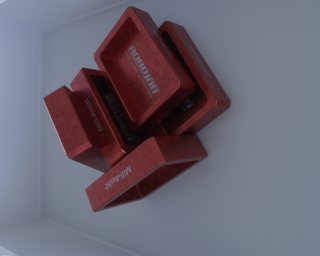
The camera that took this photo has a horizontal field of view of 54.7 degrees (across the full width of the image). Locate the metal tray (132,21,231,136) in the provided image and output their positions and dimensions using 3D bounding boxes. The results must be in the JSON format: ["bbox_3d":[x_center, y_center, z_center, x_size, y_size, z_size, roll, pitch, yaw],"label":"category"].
[{"bbox_3d":[0.017,-0.055,0.387,0.090,0.030,0.130,-42,64,33],"label":"metal tray"}]

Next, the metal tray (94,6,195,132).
[{"bbox_3d":[-0.025,-0.071,0.380,0.090,0.030,0.130,-44,63,31],"label":"metal tray"}]

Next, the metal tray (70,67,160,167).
[{"bbox_3d":[-0.050,-0.016,0.400,0.030,0.091,0.130,-44,64,31],"label":"metal tray"}]

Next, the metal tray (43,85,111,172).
[{"bbox_3d":[-0.093,0.009,0.412,0.030,0.130,0.090,-31,67,3],"label":"metal tray"}]

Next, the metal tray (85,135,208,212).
[{"bbox_3d":[-0.017,0.055,0.375,0.130,0.091,0.030,-39,66,32],"label":"metal tray"}]
